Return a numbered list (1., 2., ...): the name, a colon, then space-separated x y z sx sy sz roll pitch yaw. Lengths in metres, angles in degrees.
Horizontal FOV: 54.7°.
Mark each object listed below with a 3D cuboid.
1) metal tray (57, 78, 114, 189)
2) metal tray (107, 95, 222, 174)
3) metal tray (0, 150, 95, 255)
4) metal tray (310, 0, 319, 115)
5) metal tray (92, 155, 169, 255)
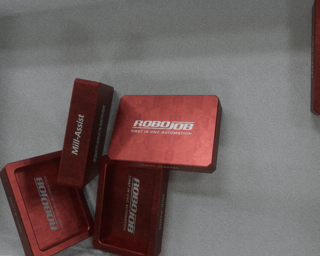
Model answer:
1. metal tray: -0.094 0.005 0.406 0.030 0.090 0.129 11 94 2
2. metal tray: 0.007 0.005 0.388 0.130 0.030 0.090 2 68 20
3. metal tray: -0.153 0.103 0.427 0.030 0.091 0.129 -30 79 46
4. metal tray: 0.213 -0.079 0.332 0.090 0.030 0.129 1 90 20
5. metal tray: -0.040 0.105 0.421 0.090 0.030 0.129 7 92 19
